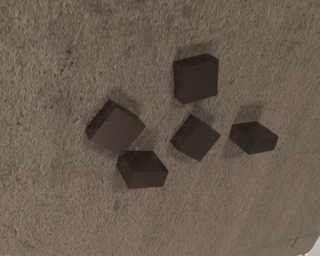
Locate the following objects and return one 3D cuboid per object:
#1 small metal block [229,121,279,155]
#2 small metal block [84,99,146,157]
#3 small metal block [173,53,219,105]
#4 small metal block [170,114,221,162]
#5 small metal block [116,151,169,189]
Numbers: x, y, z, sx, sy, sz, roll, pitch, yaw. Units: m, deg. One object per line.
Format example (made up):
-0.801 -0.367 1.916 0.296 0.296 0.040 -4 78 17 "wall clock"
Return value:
0.145 0.014 0.481 0.050 0.050 0.025 -7 122 -25 "small metal block"
-0.054 0.000 0.379 0.050 0.025 0.050 33 99 -39 "small metal block"
0.046 -0.063 0.395 0.050 0.025 0.050 -17 126 -19 "small metal block"
0.051 0.015 0.446 0.050 0.025 0.050 29 102 -38 "small metal block"
-0.024 0.054 0.412 0.050 0.050 0.025 3 117 -30 "small metal block"
